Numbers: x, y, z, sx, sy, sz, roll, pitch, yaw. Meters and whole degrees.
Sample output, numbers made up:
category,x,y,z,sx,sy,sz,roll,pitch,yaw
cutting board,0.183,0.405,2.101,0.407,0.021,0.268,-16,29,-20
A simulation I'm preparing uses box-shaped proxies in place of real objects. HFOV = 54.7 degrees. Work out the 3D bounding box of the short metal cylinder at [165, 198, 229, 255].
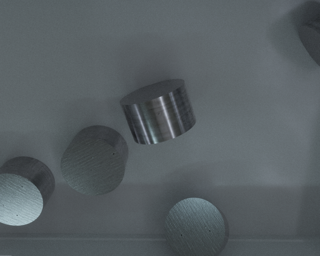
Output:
category,x,y,z,sx,sy,sz,roll,pitch,yaw
short metal cylinder,0.052,0.140,0.428,0.080,0.050,0.080,-6,69,16

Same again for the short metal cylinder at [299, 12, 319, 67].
category,x,y,z,sx,sy,sz,roll,pitch,yaw
short metal cylinder,0.204,-0.099,0.347,0.050,0.080,0.080,-38,106,13

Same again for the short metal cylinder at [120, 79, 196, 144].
category,x,y,z,sx,sy,sz,roll,pitch,yaw
short metal cylinder,-0.002,-0.021,0.374,0.080,0.080,0.050,-17,109,6

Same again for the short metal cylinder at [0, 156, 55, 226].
category,x,y,z,sx,sy,sz,roll,pitch,yaw
short metal cylinder,-0.193,0.086,0.428,0.081,0.050,0.079,0,110,0

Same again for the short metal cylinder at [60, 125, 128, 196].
category,x,y,z,sx,sy,sz,roll,pitch,yaw
short metal cylinder,-0.085,0.042,0.413,0.081,0.050,0.079,0,110,0
